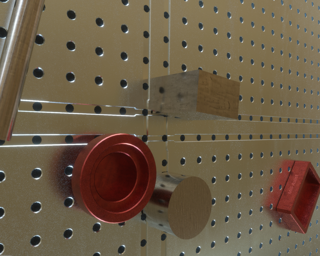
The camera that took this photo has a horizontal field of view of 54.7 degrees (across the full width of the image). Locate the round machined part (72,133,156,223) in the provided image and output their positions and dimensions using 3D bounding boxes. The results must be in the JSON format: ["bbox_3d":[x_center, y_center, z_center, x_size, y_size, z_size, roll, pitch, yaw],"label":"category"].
[{"bbox_3d":[-0.055,0.055,0.354,0.099,0.042,0.097,0,90,-40],"label":"round machined part"}]

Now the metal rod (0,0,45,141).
[{"bbox_3d":[-0.125,-0.136,0.304,0.025,0.025,0.299,17,79,-39],"label":"metal rod"}]

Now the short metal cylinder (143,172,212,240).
[{"bbox_3d":[0.024,0.102,0.415,0.081,0.050,0.079,0,90,-40],"label":"short metal cylinder"}]

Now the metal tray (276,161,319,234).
[{"bbox_3d":[0.301,0.146,0.663,0.090,0.030,0.130,49,61,-29],"label":"metal tray"}]

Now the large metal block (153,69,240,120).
[{"bbox_3d":[0.049,-0.040,0.416,0.081,0.080,0.050,7,85,-40],"label":"large metal block"}]
